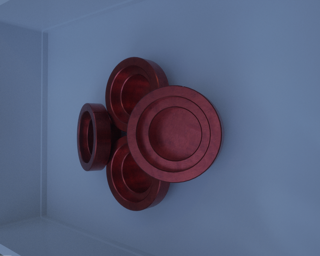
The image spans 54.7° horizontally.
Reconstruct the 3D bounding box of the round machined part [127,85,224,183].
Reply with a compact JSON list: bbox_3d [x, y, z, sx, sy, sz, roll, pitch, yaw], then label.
[{"bbox_3d":[0.018,0.006,0.328,0.098,0.042,0.097,0,90,18],"label":"round machined part"}]

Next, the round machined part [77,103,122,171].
[{"bbox_3d":[-0.088,0.013,0.453,0.098,0.042,0.097,-1,88,61],"label":"round machined part"}]

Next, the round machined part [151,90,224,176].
[{"bbox_3d":[0.025,0.006,0.359,0.098,0.042,0.097,0,89,17],"label":"round machined part"}]

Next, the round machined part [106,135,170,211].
[{"bbox_3d":[-0.023,0.057,0.412,0.098,0.042,0.097,0,90,40],"label":"round machined part"}]

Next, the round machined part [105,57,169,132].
[{"bbox_3d":[-0.025,-0.042,0.414,0.098,0.042,0.097,0,90,40],"label":"round machined part"}]
